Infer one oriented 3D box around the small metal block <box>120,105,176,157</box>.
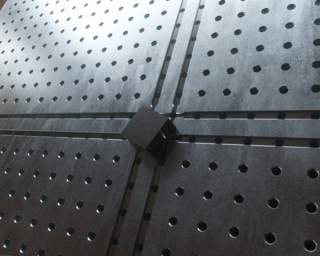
[{"bbox_3d":[-0.016,0.003,0.416,0.050,0.025,0.050,29,77,37],"label":"small metal block"}]
